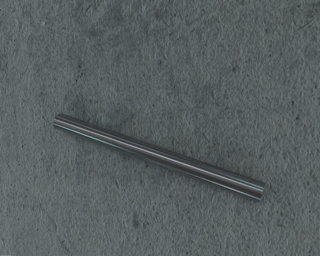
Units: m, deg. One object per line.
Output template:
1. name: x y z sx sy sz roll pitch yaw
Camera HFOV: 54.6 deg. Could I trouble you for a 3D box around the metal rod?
1. metal rod: -0.015 0.033 0.414 0.301 0.025 0.025 18 96 19
